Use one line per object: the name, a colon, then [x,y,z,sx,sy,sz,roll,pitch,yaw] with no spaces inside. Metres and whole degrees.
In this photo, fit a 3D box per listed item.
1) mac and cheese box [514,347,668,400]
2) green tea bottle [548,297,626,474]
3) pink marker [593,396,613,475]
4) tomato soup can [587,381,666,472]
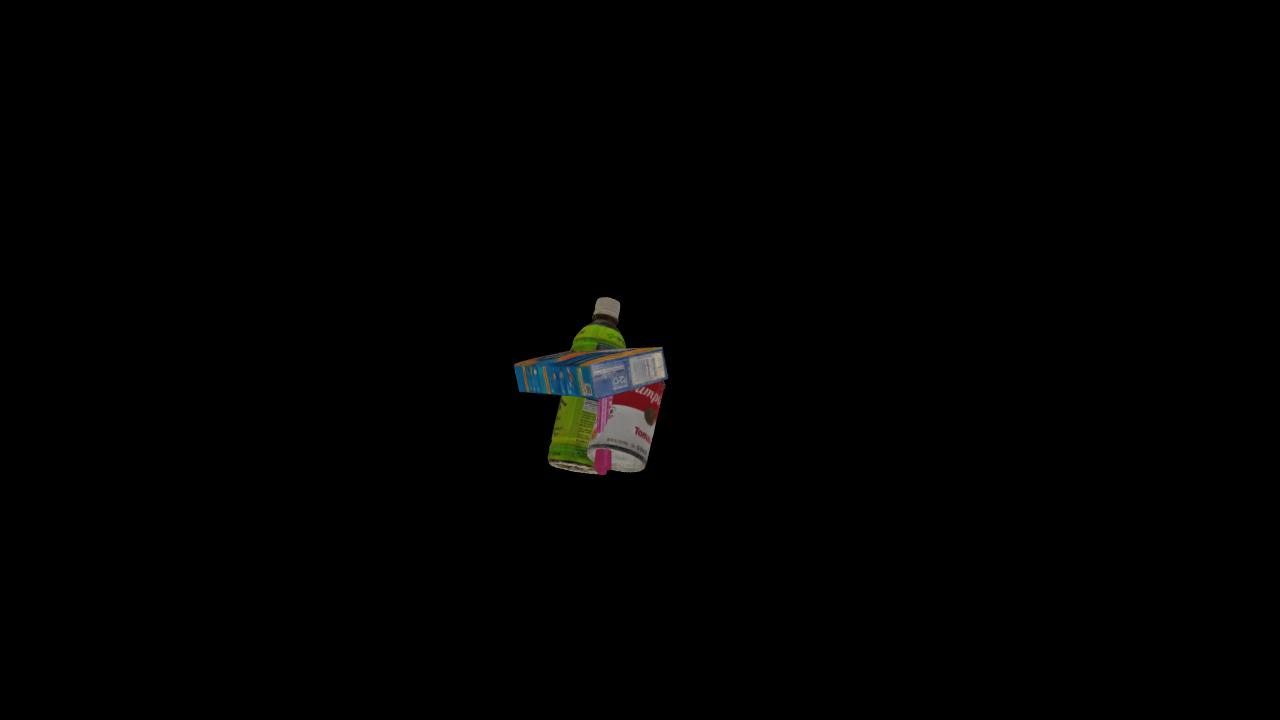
mac and cheese box: [-0.060,0.012,0.683,0.093,0.041,0.184,-15,9,-34]
green tea bottle: [-0.055,0.027,0.735,0.073,0.212,0.073,11,-18,4]
pink marker: [-0.037,0.063,0.658,0.020,0.121,0.020,2,-24,1]
tomato soup can: [-0.015,0.065,0.680,0.068,0.101,0.068,12,-28,6]
